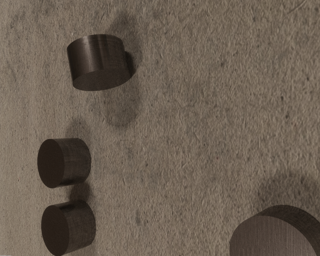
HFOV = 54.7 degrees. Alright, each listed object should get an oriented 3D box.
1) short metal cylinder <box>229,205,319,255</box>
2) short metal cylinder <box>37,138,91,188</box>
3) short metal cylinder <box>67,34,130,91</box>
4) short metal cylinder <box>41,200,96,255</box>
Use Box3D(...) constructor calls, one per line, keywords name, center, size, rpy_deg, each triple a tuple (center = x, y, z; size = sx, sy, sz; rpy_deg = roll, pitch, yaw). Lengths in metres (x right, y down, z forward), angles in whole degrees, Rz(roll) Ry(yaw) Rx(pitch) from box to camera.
Box3D(name="short metal cylinder", center=(0.114, 0.118, 0.294), size=(0.080, 0.050, 0.079), rpy_deg=(0, 90, 39))
Box3D(name="short metal cylinder", center=(-0.161, 0.057, 0.518), size=(0.080, 0.050, 0.079), rpy_deg=(0, 90, 39))
Box3D(name="short metal cylinder", center=(-0.087, -0.090, 0.438), size=(0.080, 0.081, 0.050), rpy_deg=(-21, 77, 38))
Box3D(name="short metal cylinder", center=(-0.151, 0.163, 0.510), size=(0.080, 0.050, 0.079), rpy_deg=(0, 90, 39))
